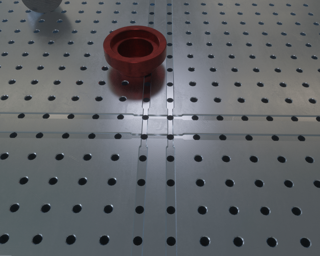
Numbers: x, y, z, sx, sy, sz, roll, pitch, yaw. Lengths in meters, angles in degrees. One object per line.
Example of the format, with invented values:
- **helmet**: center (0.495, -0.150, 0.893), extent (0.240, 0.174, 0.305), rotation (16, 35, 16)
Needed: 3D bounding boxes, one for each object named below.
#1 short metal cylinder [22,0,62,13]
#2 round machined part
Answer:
- **short metal cylinder**: center (-0.234, -0.272, 0.599), extent (0.081, 0.080, 0.050), rotation (-23, 54, -18)
- **round machined part**: center (-0.039, -0.119, 0.496), extent (0.099, 0.042, 0.098), rotation (0, 50, 0)
